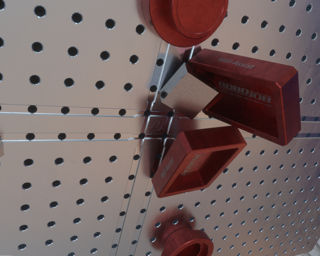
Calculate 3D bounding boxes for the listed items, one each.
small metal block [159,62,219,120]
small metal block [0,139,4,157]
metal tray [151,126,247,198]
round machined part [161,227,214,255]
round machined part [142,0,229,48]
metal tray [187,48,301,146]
[{"bbox_3d":[0.036,-0.045,0.388,0.050,0.025,0.050,28,120,-26],"label":"small metal block"},{"bbox_3d":[-0.198,0.017,0.314,0.050,0.025,0.050,-31,129,-9],"label":"small metal block"},{"bbox_3d":[0.050,0.050,0.432,0.091,0.030,0.129,-6,146,-26],"label":"metal tray"},{"bbox_3d":[0.044,0.220,0.560,0.099,0.042,0.097,-14,124,-21],"label":"round machined part"},{"bbox_3d":[0.034,-0.135,0.335,0.099,0.042,0.097,-14,124,-21],"label":"round machined part"},{"bbox_3d":[0.097,-0.040,0.369,0.030,0.130,0.090,-41,131,-20],"label":"metal tray"}]
